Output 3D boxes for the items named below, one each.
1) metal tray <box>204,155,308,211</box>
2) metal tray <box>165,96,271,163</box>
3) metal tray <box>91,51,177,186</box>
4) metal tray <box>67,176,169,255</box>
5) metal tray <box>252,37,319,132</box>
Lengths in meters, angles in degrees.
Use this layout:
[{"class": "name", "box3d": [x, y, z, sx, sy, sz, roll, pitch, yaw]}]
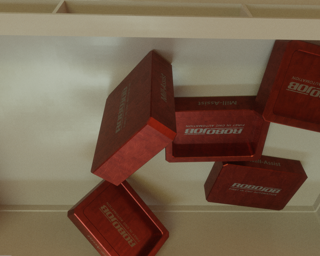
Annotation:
[{"class": "metal tray", "box3d": [0.144, 0.083, 0.479, 0.131, 0.030, 0.089, 9, 130, -8]}, {"class": "metal tray", "box3d": [0.072, 0.003, 0.409, 0.131, 0.030, 0.089, -1, 130, 0]}, {"class": "metal tray", "box3d": [-0.026, -0.015, 0.327, 0.030, 0.130, 0.090, 34, 122, -25]}, {"class": "metal tray", "box3d": [-0.057, 0.141, 0.450, 0.130, 0.090, 0.030, 51, 141, -5]}, {"class": "metal tray", "box3d": [0.182, -0.042, 0.351, 0.131, 0.030, 0.089, 11, 107, -10]}]
